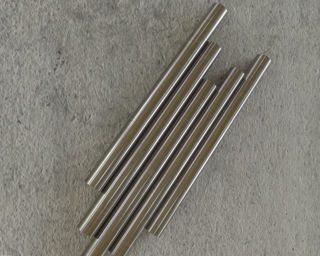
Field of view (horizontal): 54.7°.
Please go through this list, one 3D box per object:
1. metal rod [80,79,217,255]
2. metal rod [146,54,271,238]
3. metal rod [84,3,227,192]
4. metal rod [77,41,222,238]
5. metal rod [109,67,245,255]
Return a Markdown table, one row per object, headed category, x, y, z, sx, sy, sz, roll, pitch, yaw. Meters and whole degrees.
| category | x | y | z | sx | sy | sz | roll | pitch | yaw |
| --- | --- | --- | --- | --- | --- | --- | --- | --- | --- |
| metal rod | -0.014 | 0.059 | 0.406 | 0.025 | 0.025 | 0.300 | 38 | 78 | -16 |
| metal rod | 0.073 | 0.017 | 0.438 | 0.025 | 0.025 | 0.300 | 38 | 78 | -16 |
| metal rod | 0.001 | -0.049 | 0.412 | 0.025 | 0.025 | 0.300 | 38 | 78 | -16 |
| metal rod | -0.007 | 0.006 | 0.409 | 0.025 | 0.025 | 0.300 | 38 | 78 | -16 |
| metal rod | 0.029 | 0.039 | 0.422 | 0.025 | 0.025 | 0.300 | 38 | 78 | -16 |
